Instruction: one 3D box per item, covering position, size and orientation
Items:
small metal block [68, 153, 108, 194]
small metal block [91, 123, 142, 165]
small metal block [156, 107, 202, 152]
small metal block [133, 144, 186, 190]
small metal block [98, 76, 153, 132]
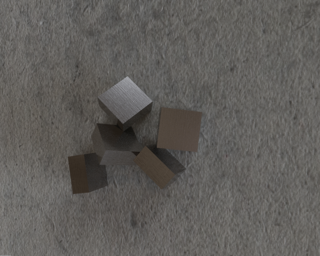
[{"bbox_3d":[-0.098,0.061,0.429,0.025,0.050,0.050,-10,87,19],"label":"small metal block"},{"bbox_3d":[-0.056,0.021,0.402,0.025,0.050,0.050,-62,38,32],"label":"small metal block"},{"bbox_3d":[0.023,0.002,0.391,0.050,0.025,0.050,7,92,-5],"label":"small metal block"},{"bbox_3d":[0.001,0.047,0.395,0.050,0.050,0.025,44,104,14],"label":"small metal block"},{"bbox_3d":[-0.046,-0.032,0.412,0.050,0.025,0.050,-39,75,-20],"label":"small metal block"}]
